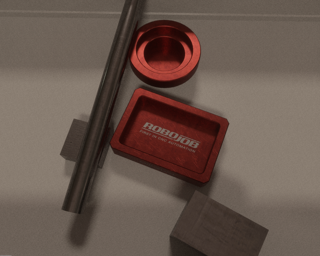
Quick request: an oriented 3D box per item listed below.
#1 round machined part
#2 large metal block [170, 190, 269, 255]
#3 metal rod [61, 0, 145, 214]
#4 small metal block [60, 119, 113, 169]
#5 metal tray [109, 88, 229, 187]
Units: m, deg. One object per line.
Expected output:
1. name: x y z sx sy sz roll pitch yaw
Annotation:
1. round machined part: 0.006 -0.100 0.437 0.099 0.042 0.098 0 70 -1
2. large metal block: 0.059 0.115 0.339 0.080 0.080 0.050 28 72 9
3. metal rod: -0.065 -0.045 0.389 0.025 0.025 0.299 13 76 4
4. small metal block: -0.093 0.021 0.401 0.050 0.025 0.050 14 71 4
5. metal tray: 0.013 0.011 0.403 0.131 0.030 0.090 21 71 7
